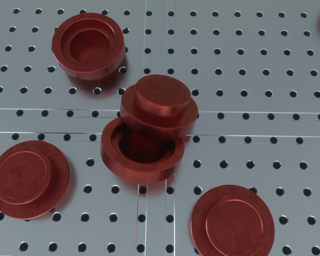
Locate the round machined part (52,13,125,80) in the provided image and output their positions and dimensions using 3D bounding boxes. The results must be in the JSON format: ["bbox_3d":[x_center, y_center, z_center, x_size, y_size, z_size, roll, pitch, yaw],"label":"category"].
[{"bbox_3d":[-0.099,-0.112,0.443,0.099,0.042,0.098,0,70,0],"label":"round machined part"}]

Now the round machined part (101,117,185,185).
[{"bbox_3d":[-0.023,0.030,0.377,0.099,0.042,0.098,9,40,-7],"label":"round machined part"}]

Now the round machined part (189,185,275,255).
[{"bbox_3d":[0.085,0.115,0.361,0.099,0.042,0.098,0,70,0],"label":"round machined part"}]

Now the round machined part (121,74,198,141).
[{"bbox_3d":[0.001,-0.032,0.391,0.099,0.042,0.098,9,40,-7],"label":"round machined part"}]

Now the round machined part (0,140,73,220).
[{"bbox_3d":[-0.161,0.061,0.380,0.099,0.042,0.098,0,70,0],"label":"round machined part"}]
